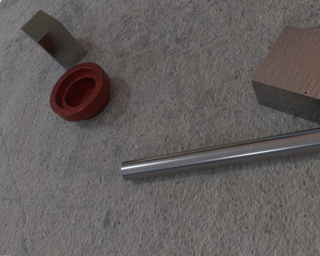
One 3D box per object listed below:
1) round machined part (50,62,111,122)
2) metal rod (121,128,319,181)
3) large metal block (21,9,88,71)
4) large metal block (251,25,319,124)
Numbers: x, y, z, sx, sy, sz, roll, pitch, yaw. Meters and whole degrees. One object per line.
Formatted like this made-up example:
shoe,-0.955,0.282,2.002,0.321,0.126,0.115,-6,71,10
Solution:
round machined part,-0.118,-0.051,0.485,0.098,0.042,0.098,-13,56,20
metal rod,0.095,0.026,0.337,0.301,0.025,0.025,-12,57,21
large metal block,-0.191,-0.159,0.564,0.050,0.080,0.080,-48,52,-6
large metal block,0.160,-0.059,0.340,0.080,0.050,0.080,26,76,36
